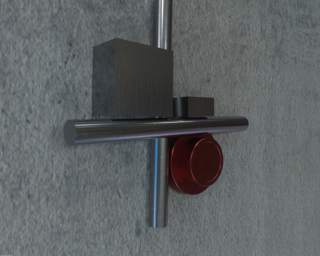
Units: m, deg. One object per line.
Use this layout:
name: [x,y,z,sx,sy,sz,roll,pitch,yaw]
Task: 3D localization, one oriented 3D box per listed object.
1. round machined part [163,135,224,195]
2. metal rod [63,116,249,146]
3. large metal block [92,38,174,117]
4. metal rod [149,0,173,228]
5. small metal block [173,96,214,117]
round machined part: [0.053,0.047,0.441,0.099,0.042,0.097,0,90,-40]
metal rod: [0.024,-0.001,0.396,0.302,0.025,0.025,-3,92,-44]
large metal block: [-0.031,-0.053,0.364,0.081,0.050,0.079,1,90,-40]
metal rod: [0.001,-0.022,0.409,0.025,0.025,0.298,2,89,-40]
small metal block: [0.038,-0.028,0.425,0.050,0.050,0.025,-2,92,-40]
